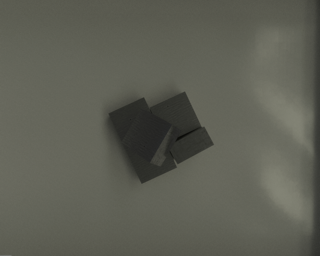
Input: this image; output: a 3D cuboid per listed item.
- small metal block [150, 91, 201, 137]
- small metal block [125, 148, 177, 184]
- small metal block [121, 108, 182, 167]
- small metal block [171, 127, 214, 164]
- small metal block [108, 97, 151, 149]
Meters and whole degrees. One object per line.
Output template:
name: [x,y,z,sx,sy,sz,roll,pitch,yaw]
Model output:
small metal block: [0.020,-0.014,0.410,0.050,0.025,0.050,-25,90,-1]
small metal block: [-0.011,0.039,0.410,0.050,0.025,0.050,-25,90,-1]
small metal block: [-0.011,0.011,0.372,0.050,0.025,0.050,30,90,34]
small metal block: [0.037,0.021,0.398,0.050,0.050,0.025,-28,90,-1]
small metal block: [-0.033,-0.007,0.409,0.050,0.025,0.050,-25,90,-1]
